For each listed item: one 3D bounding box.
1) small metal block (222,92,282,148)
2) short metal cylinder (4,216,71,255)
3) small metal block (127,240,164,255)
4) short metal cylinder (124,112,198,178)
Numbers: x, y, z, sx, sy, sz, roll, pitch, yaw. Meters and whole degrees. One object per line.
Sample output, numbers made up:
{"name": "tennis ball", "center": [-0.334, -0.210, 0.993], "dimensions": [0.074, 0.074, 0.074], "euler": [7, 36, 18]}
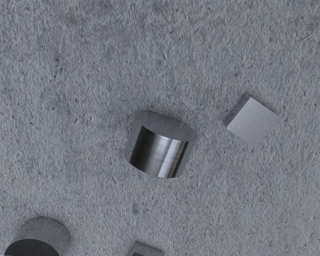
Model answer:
{"name": "small metal block", "center": [0.120, -0.010, 0.407], "dimensions": [0.050, 0.025, 0.050], "euler": [32, 107, -12]}
{"name": "short metal cylinder", "center": [-0.180, 0.180, 0.461], "dimensions": [0.081, 0.050, 0.079], "euler": [0, 110, 0]}
{"name": "small metal block", "center": [-0.027, 0.213, 0.488], "dimensions": [0.050, 0.025, 0.050], "euler": [25, 108, -9]}
{"name": "short metal cylinder", "center": [0.000, 0.019, 0.388], "dimensions": [0.080, 0.080, 0.050], "euler": [18, 109, -7]}
